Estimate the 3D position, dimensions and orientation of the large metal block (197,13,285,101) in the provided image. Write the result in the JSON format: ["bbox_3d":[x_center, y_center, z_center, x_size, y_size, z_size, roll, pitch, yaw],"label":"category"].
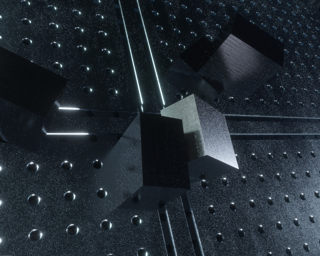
[{"bbox_3d":[0.111,-0.095,0.429,0.080,0.080,0.050,29,52,-11],"label":"large metal block"}]

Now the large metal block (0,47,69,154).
[{"bbox_3d":[-0.148,-0.027,0.310,0.080,0.080,0.050,26,53,-13],"label":"large metal block"}]

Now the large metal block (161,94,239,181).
[{"bbox_3d":[0.050,0.015,0.392,0.080,0.050,0.080,26,47,-47],"label":"large metal block"}]

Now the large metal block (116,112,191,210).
[{"bbox_3d":[-0.012,0.040,0.343,0.050,0.080,0.080,10,58,-24],"label":"large metal block"}]

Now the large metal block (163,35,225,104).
[{"bbox_3d":[0.067,-0.086,0.482,0.080,0.050,0.080,43,51,1],"label":"large metal block"}]
